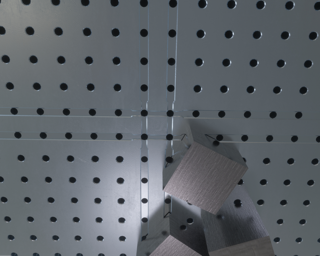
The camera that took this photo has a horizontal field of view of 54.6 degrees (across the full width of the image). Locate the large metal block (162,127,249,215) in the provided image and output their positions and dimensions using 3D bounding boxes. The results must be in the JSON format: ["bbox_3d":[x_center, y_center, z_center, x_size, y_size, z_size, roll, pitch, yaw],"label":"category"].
[{"bbox_3d":[0.058,0.058,0.422,0.080,0.050,0.080,27,108,-10],"label":"large metal block"}]

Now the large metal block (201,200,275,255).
[{"bbox_3d":[0.109,0.157,0.442,0.080,0.080,0.050,-18,109,6],"label":"large metal block"}]

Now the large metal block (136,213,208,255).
[{"bbox_3d":[0.020,0.191,0.470,0.080,0.050,0.080,37,106,-13],"label":"large metal block"}]
